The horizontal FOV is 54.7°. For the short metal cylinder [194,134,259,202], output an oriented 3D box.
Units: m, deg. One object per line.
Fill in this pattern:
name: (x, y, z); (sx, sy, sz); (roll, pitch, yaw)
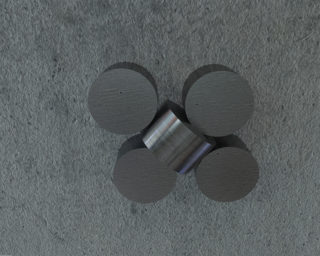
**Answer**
short metal cylinder: (0.086, 0.052, 0.417); (0.081, 0.050, 0.079); (0, 110, -1)

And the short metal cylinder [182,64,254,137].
short metal cylinder: (0.069, -0.035, 0.384); (0.081, 0.050, 0.079); (0, 110, -1)

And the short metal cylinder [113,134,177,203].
short metal cylinder: (-0.019, 0.053, 0.416); (0.081, 0.050, 0.079); (0, 110, -1)

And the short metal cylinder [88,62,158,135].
short metal cylinder: (-0.043, -0.038, 0.382); (0.081, 0.050, 0.079); (0, 110, -1)

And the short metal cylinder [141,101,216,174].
short metal cylinder: (0.023, 0.011, 0.386); (0.080, 0.080, 0.050); (38, 106, -13)
